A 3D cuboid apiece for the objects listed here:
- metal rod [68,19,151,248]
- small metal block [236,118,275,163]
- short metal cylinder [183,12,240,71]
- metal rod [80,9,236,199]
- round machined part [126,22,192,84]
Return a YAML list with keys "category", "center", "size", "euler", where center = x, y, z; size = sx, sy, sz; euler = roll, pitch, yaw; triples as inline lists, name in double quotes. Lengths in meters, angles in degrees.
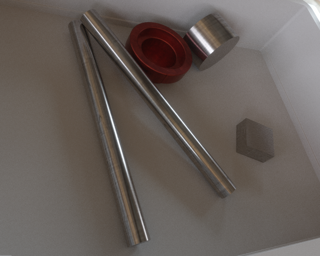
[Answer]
- category: "metal rod"
  center: [-0.068, -0.011, 0.376]
  size: [0.025, 0.025, 0.299]
  euler: [-6, 65, -31]
- category: "small metal block"
  center: [0.145, 0.019, 0.475]
  size: [0.050, 0.025, 0.050]
  euler: [22, 54, -16]
- category: "short metal cylinder"
  center: [0.080, -0.138, 0.500]
  size: [0.081, 0.080, 0.050]
  euler: [-30, 79, -38]
- category: "metal rod"
  center: [-0.003, -0.033, 0.410]
  size: [0.025, 0.025, 0.300]
  euler: [-37, 87, -39]
- category: "round machined part"
  center: [-0.005, -0.105, 0.458]
  size: [0.099, 0.042, 0.098]
  euler: [14, 56, -21]
